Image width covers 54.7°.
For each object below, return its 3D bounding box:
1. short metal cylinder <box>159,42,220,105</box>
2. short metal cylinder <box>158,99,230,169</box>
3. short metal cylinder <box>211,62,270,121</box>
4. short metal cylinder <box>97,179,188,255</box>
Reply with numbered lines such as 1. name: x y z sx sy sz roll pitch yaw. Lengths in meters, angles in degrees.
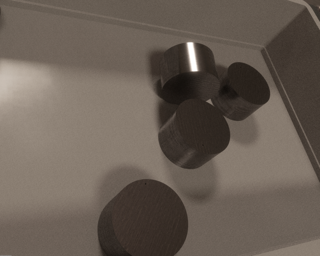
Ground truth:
1. short metal cylinder: 0.041 -0.074 0.439 0.081 0.080 0.050 9 58 -24
2. short metal cylinder: 0.045 0.008 0.410 0.081 0.050 0.080 14 56 -21
3. short metal cylinder: 0.127 -0.058 0.496 0.081 0.050 0.080 14 56 -21
4. short metal cylinder: -0.018 0.099 0.320 0.081 0.050 0.080 14 56 -21
